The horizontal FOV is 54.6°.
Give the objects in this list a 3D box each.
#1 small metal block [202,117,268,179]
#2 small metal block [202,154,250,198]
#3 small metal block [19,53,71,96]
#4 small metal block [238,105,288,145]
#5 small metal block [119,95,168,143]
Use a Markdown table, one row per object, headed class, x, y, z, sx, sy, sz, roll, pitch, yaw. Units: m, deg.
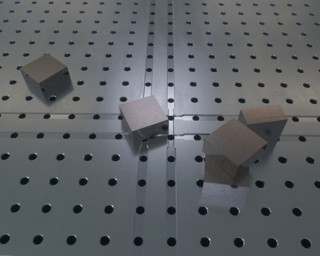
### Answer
| class | x | y | z | sx | sy | sz | roll | pitch | yaw |
| --- | --- | --- | --- | --- | --- | --- | --- | --- | --- |
| small metal block | 0.085 | 0.022 | 0.358 | 0.050 | 0.025 | 0.050 | -32 | 57 | -25 |
| small metal block | 0.077 | 0.051 | 0.365 | 0.050 | 0.025 | 0.050 | 6 | 50 | 5 |
| small metal block | -0.176 | -0.083 | 0.477 | 0.050 | 0.025 | 0.050 | 34 | 58 | 25 |
| small metal block | 0.126 | -0.001 | 0.393 | 0.050 | 0.050 | 0.025 | -7 | 51 | -6 |
| small metal block | -0.022 | -0.013 | 0.419 | 0.050 | 0.025 | 0.050 | -19 | 53 | -15 |
